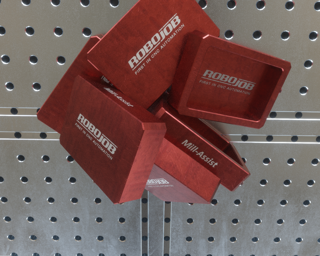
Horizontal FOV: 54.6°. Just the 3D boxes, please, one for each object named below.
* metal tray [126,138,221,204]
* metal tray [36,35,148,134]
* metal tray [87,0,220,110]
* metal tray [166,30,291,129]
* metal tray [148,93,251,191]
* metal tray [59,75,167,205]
[{"bbox_3d":[0.002,0.055,0.383,0.090,0.130,0.030,37,67,-13],"label":"metal tray"},{"bbox_3d":[-0.082,-0.040,0.395,0.090,0.030,0.130,37,106,-14],"label":"metal tray"},{"bbox_3d":[-0.007,-0.095,0.356,0.130,0.030,0.090,-46,108,0],"label":"metal tray"},{"bbox_3d":[0.083,-0.052,0.366,0.131,0.030,0.089,9,112,-27],"label":"metal tray"},{"bbox_3d":[0.044,0.013,0.383,0.130,0.090,0.030,36,106,-13],"label":"metal tray"},{"bbox_3d":[-0.058,0.007,0.335,0.030,0.130,0.089,0,117,-46],"label":"metal tray"}]
